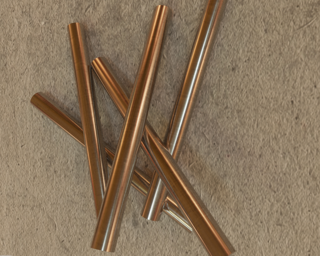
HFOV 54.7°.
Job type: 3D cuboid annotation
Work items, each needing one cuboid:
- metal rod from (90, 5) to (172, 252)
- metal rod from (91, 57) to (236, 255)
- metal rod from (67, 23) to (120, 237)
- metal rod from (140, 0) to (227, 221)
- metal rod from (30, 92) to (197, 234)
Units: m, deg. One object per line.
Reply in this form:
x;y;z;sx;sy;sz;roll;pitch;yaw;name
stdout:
-0.027;-0.016;0.359;0.025;0.025;0.299;5;69;20;metal rod
-0.012;0.017;0.370;0.025;0.025;0.299;-43;61;15;metal rod
-0.093;-0.005;0.420;0.025;0.025;0.299;-17;76;19;metal rod
0.032;-0.032;0.383;0.025;0.025;0.298;17;90;19;metal rod
-0.071;0.040;0.434;0.300;0.025;0.025;36;102;16;metal rod
